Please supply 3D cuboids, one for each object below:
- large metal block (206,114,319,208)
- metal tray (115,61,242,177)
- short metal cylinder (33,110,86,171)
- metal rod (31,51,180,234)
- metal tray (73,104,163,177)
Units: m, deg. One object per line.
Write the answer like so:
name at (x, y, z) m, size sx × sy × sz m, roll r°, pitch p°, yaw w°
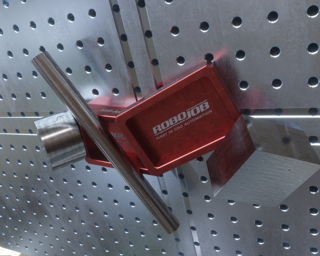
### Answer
large metal block at (0.109, 0.039, 0.339) m, size 0.081 × 0.050 × 0.079 m, roll 13°, pitch 131°, yaw -18°
metal tray at (0.025, -0.008, 0.366) m, size 0.130 × 0.030 × 0.090 m, roll -28°, pitch 104°, yaw 20°
short metal cylinder at (-0.149, 0.018, 0.462) m, size 0.080 × 0.050 × 0.079 m, roll 47°, pitch 149°, yaw 41°
metal rod at (-0.068, 0.027, 0.425) m, size 0.025 × 0.025 × 0.299 m, roll -28°, pitch 103°, yaw 37°
metal tray at (-0.056, 0.016, 0.447) m, size 0.130 × 0.030 × 0.089 m, roll 7°, pitch 122°, yaw 24°
